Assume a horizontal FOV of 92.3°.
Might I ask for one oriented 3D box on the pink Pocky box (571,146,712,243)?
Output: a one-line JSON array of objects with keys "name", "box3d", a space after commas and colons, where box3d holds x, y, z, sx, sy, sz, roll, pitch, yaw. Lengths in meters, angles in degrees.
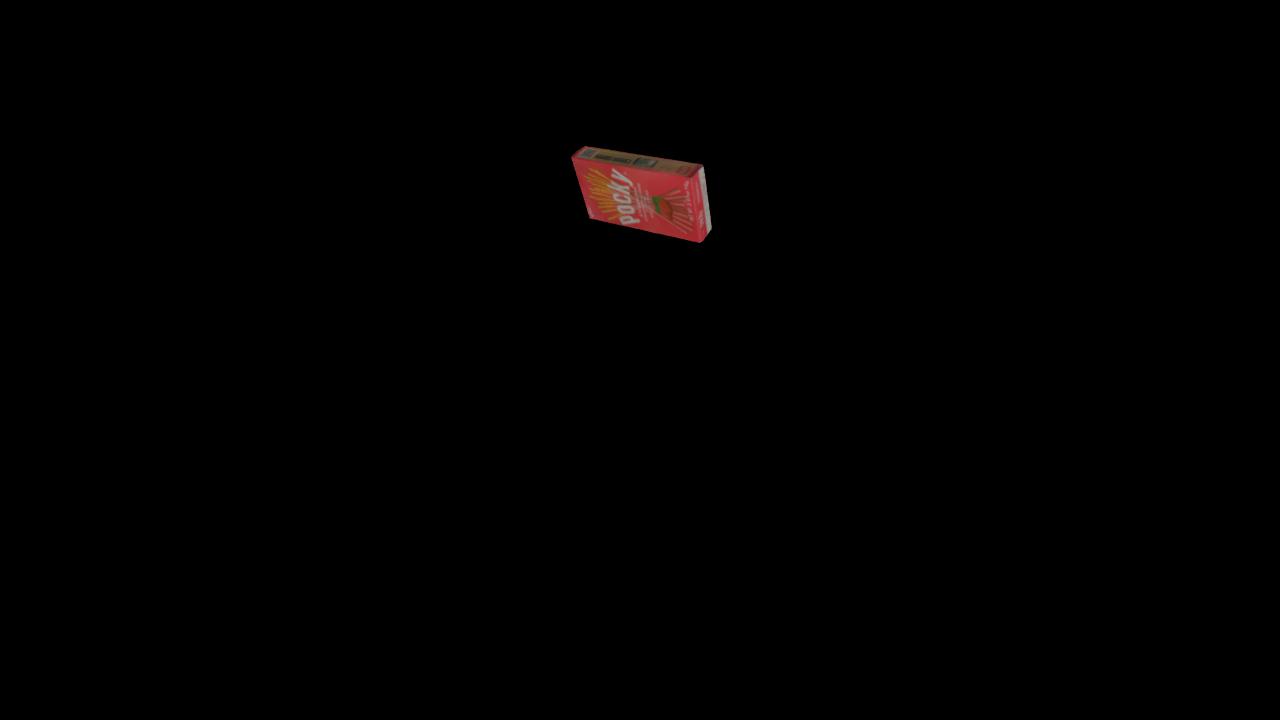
[{"name": "pink Pocky box", "box3d": [0.001, -0.182, 0.673, 0.155, 0.029, 0.084, 19, -34, 28]}]
